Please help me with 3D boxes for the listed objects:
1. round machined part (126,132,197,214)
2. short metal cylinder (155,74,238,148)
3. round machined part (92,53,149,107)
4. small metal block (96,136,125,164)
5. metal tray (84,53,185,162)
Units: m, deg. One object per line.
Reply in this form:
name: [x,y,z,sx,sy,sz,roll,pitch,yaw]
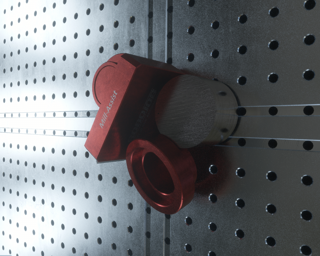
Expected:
round machined part: [0.006,0.050,0.373,0.098,0.042,0.097,29,131,38]
short metal cylinder: [0.041,-0.018,0.354,0.080,0.050,0.079,0,90,40]
round machined part: [-0.059,-0.058,0.441,0.098,0.042,0.097,0,90,40]
small metal block: [-0.067,0.022,0.442,0.025,0.050,0.050,-19,78,38]
metal tray: [-0.030,-0.021,0.386,0.030,0.091,0.129,40,114,33]
